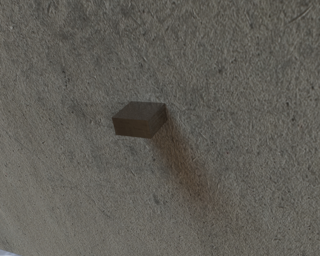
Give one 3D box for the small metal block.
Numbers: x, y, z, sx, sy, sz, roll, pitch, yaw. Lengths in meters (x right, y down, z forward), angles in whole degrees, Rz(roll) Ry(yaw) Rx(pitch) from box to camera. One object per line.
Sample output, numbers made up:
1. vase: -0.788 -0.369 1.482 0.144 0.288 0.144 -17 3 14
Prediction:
1. small metal block: -0.025 -0.012 0.396 0.050 0.050 0.025 5 121 25
